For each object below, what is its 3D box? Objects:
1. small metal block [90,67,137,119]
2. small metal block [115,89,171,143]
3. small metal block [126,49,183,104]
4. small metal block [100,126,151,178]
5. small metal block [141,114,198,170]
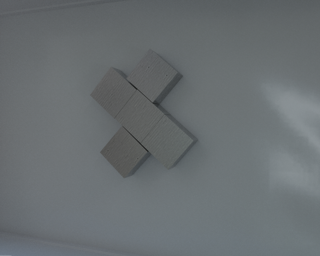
[{"bbox_3d":[-0.060,-0.048,0.429,0.050,0.025,0.050,43,103,15],"label":"small metal block"},{"bbox_3d":[-0.023,-0.015,0.416,0.050,0.025,0.050,43,103,15],"label":"small metal block"},{"bbox_3d":[-0.007,-0.067,0.410,0.050,0.025,0.050,43,102,14],"label":"small metal block"},{"bbox_3d":[-0.045,0.032,0.425,0.050,0.025,0.050,45,104,14],"label":"small metal block"},{"bbox_3d":[0.012,0.018,0.404,0.050,0.025,0.050,43,103,15],"label":"small metal block"}]
